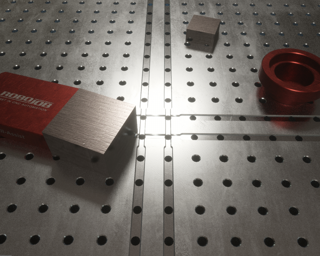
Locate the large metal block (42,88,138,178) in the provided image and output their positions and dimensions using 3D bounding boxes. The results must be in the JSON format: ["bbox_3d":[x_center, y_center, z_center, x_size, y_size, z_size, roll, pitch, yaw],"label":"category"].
[{"bbox_3d":[-0.083,0.004,0.387,0.080,0.050,0.080,18,52,14],"label":"large metal block"}]

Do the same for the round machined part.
[{"bbox_3d":[0.196,-0.072,0.460,0.099,0.042,0.098,0,50,0],"label":"round machined part"}]

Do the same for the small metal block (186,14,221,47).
[{"bbox_3d":[0.078,-0.176,0.557,0.050,0.025,0.050,15,51,12],"label":"small metal block"}]

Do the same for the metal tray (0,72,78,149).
[{"bbox_3d":[-0.181,-0.027,0.424,0.131,0.030,0.090,14,51,11],"label":"metal tray"}]
